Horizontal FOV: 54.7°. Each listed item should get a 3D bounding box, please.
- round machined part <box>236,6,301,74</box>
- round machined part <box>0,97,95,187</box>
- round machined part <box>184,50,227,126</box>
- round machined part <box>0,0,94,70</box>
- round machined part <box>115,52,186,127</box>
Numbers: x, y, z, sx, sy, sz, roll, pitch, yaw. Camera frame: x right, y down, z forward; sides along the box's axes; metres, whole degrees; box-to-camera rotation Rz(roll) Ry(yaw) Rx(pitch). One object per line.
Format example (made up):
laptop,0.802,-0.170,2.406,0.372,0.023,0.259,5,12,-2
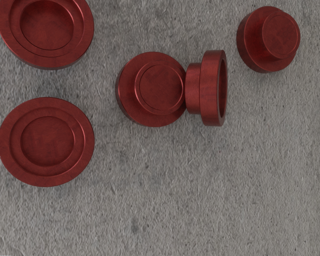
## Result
round machined part,0.168,-0.133,0.461,0.099,0.042,0.097,0,90,-20
round machined part,-0.127,0.015,0.353,0.099,0.042,0.097,0,90,-20
round machined part,0.061,-0.051,0.403,0.042,0.098,0.097,2,89,19
round machined part,-0.128,-0.114,0.353,0.099,0.042,0.097,0,90,-20
round machined part,-0.005,-0.050,0.398,0.099,0.042,0.097,0,90,-20
